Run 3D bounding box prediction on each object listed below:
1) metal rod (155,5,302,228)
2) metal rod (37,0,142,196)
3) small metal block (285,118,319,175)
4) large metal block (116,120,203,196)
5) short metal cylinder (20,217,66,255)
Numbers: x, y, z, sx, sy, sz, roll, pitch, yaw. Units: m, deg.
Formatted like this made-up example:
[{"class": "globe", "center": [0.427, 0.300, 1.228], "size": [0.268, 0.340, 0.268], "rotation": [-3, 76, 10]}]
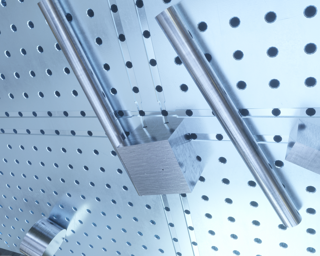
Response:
[{"class": "metal rod", "center": [0.087, -0.003, 0.362], "size": [0.025, 0.025, 0.299], "rotation": [-25, 105, 36]}, {"class": "metal rod", "center": [-0.082, -0.030, 0.433], "size": [0.025, 0.025, 0.299], "rotation": [-12, 113, 33]}, {"class": "small metal block", "center": [0.163, 0.021, 0.322], "size": [0.050, 0.050, 0.025], "rotation": [24, 127, 13]}, {"class": "large metal block", "center": [0.001, 0.042, 0.419], "size": [0.080, 0.050, 0.080], "rotation": [-11, 113, 32]}, {"class": "short metal cylinder", "center": [-0.242, 0.235, 0.645], "size": [0.050, 0.080, 0.079], "rotation": [28, 128, 10]}]
